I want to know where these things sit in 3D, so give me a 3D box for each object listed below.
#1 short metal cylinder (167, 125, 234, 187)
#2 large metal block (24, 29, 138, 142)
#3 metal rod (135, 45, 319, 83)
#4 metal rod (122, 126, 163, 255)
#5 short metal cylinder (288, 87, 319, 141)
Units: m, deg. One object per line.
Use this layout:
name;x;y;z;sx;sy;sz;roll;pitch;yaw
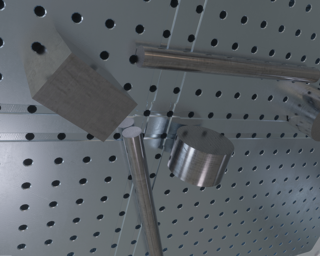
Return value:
short metal cylinder;0.056;0.037;0.429;0.081;0.080;0.050;1;118;-29
large metal block;-0.080;-0.042;0.306;0.050;0.080;0.080;-48;129;5
metal rod;0.111;-0.082;0.420;0.303;0.025;0.025;-1;119;-28
metal rod;-0.020;0.127;0.479;0.025;0.025;0.298;-20;126;-17
short metal cylinder;0.269;-0.024;0.528;0.081;0.050;0.079;-14;124;-21
